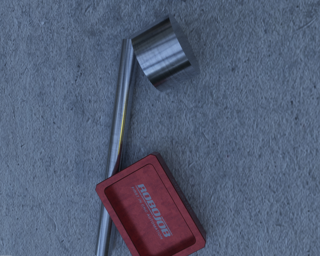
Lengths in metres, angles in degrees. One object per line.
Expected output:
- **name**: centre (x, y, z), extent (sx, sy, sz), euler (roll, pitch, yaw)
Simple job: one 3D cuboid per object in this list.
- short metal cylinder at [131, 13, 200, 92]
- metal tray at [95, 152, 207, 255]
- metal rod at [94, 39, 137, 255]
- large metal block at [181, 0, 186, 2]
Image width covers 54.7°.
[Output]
- **short metal cylinder**: centre (0.008, -0.090, 0.377), extent (0.050, 0.080, 0.080), euler (-25, 82, 18)
- **metal tray**: centre (-0.011, 0.107, 0.395), extent (0.090, 0.030, 0.130), euler (-31, 87, 8)
- **metal rod**: centre (-0.060, 0.029, 0.430), extent (0.025, 0.025, 0.298), euler (9, 93, 19)
- **large metal block**: centre (0.016, -0.222, 0.390), extent (0.080, 0.050, 0.080), euler (38, 102, 16)
